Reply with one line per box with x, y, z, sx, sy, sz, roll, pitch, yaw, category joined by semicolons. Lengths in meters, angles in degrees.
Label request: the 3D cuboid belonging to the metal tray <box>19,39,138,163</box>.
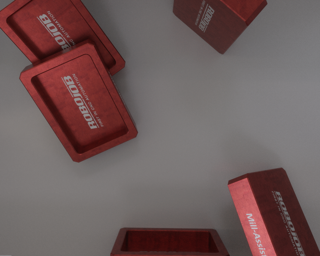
-0.094;-0.030;0.380;0.090;0.030;0.129;-24;117;0;metal tray

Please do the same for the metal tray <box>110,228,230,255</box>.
0.011;0.152;0.378;0.131;0.090;0.030;1;90;0;metal tray

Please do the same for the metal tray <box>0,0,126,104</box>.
-0.116;-0.106;0.378;0.090;0.030;0.130;-36;118;2;metal tray

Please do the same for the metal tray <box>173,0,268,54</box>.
0.061;-0.139;0.359;0.090;0.130;0.030;40;90;0;metal tray

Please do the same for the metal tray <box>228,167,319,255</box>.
0.138;0.115;0.364;0.091;0.030;0.130;1;65;-42;metal tray
